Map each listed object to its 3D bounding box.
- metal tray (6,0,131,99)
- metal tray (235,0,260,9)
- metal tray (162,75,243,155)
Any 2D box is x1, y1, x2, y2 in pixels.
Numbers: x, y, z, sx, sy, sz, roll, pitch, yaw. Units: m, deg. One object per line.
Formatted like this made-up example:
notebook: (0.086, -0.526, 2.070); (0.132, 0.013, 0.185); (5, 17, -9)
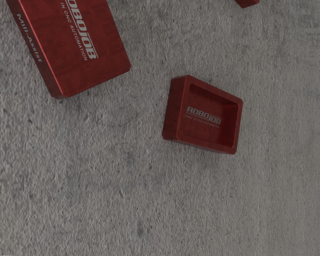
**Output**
metal tray: (-0.093, -0.106, 0.323); (0.091, 0.030, 0.129); (-33, 110, -35)
metal tray: (0.123, -0.271, 0.502); (0.131, 0.030, 0.090); (27, 73, -37)
metal tray: (0.067, -0.015, 0.457); (0.131, 0.030, 0.090); (16, 80, -39)
